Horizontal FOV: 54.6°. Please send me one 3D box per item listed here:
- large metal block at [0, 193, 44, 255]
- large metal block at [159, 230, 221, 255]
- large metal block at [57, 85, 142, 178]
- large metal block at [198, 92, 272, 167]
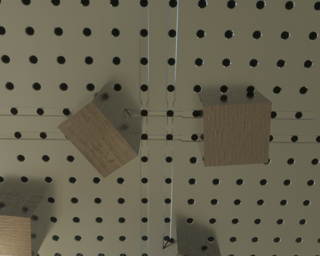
[{"bbox_3d":[-0.219,0.145,0.452,0.080,0.050,0.079,6,110,-3],"label":"large metal block"},{"bbox_3d":[0.042,0.219,0.481,0.080,0.050,0.080,27,108,-10],"label":"large metal block"},{"bbox_3d":[-0.069,0.001,0.384,0.050,0.080,0.080,-35,107,12],"label":"large metal block"},{"bbox_3d":[0.094,0.001,0.401,0.080,0.050,0.080,-4,110,1],"label":"large metal block"}]
